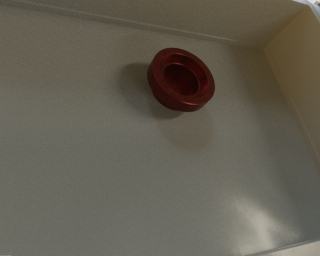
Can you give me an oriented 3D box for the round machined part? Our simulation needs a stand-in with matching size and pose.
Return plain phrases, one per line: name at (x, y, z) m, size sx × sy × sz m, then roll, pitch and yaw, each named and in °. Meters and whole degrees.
round machined part at (0.026, -0.064, 0.448) m, size 0.099 × 0.042 × 0.098 m, roll 13°, pitch 56°, yaw -21°
